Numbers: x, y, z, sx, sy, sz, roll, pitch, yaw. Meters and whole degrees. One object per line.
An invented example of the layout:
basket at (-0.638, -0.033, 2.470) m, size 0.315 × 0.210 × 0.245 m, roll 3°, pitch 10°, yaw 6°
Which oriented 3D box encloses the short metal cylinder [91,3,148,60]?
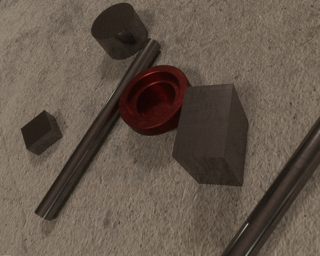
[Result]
short metal cylinder at (-0.067, -0.162, 0.521) m, size 0.080 × 0.050 × 0.080 m, roll -13°, pitch 56°, yaw 20°

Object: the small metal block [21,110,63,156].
small metal block at (-0.190, 0.007, 0.497) m, size 0.050 × 0.025 × 0.050 m, roll -38°, pitch 51°, yaw 2°

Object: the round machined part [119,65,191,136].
round machined part at (-0.002, -0.032, 0.413) m, size 0.098 × 0.042 × 0.098 m, roll -13°, pitch 56°, yaw 20°

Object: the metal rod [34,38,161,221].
metal rod at (-0.083, -0.008, 0.450) m, size 0.025 × 0.025 × 0.300 m, roll 20°, pitch 72°, yaw 35°

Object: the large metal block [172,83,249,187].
large metal block at (0.058, 0.010, 0.331) m, size 0.050 × 0.080 × 0.080 m, roll -1°, pitch 61°, yaw 27°

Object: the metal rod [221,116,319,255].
metal rod at (0.131, 0.049, 0.304) m, size 0.025 × 0.025 × 0.300 m, roll 32°, pitch 79°, yaw 37°
